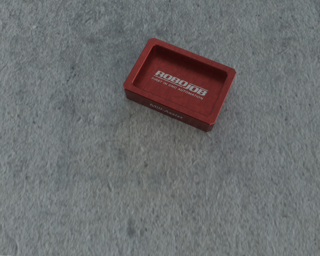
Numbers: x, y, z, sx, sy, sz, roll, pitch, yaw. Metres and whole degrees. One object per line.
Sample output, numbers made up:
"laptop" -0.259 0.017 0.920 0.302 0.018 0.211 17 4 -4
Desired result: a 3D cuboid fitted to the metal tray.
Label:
"metal tray" 0.027 -0.061 0.427 0.130 0.030 0.090 23 72 8
